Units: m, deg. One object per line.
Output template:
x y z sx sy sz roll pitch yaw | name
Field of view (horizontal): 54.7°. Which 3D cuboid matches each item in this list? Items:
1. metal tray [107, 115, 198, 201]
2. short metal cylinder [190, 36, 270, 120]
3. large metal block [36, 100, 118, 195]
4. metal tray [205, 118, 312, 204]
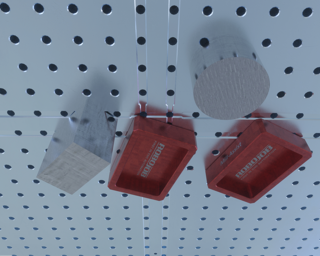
-0.014 0.049 0.449 0.091 0.030 0.129 17 128 -14 | metal tray
0.076 -0.056 0.349 0.081 0.050 0.079 0 130 0 | short metal cylinder
-0.103 0.024 0.395 0.050 0.080 0.080 36 121 -27 | large metal block
0.140 0.054 0.455 0.091 0.030 0.129 23 126 -19 | metal tray
